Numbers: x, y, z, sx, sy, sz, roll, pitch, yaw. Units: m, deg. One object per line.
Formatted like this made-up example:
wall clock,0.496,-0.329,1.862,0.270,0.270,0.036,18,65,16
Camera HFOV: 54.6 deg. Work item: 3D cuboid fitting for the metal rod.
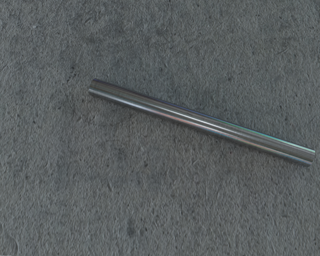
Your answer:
metal rod,0.049,-0.009,0.411,0.301,0.025,0.025,19,71,6
